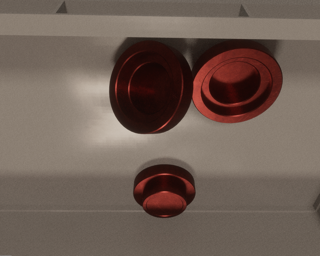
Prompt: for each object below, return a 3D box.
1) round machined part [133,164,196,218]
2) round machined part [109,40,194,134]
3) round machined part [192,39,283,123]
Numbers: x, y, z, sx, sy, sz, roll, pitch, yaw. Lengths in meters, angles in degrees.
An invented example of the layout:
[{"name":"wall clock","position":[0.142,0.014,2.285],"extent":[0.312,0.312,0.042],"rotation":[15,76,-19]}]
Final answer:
[{"name":"round machined part","position":[0.007,0.105,0.488],"extent":[0.099,0.042,0.097],"rotation":[-1,130,0]},{"name":"round machined part","position":[-0.006,-0.042,0.338],"extent":[0.098,0.098,0.042],"rotation":[-40,158,28]},{"name":"round machined part","position":[0.083,-0.056,0.352],"extent":[0.099,0.042,0.097],"rotation":[-1,130,0]}]
